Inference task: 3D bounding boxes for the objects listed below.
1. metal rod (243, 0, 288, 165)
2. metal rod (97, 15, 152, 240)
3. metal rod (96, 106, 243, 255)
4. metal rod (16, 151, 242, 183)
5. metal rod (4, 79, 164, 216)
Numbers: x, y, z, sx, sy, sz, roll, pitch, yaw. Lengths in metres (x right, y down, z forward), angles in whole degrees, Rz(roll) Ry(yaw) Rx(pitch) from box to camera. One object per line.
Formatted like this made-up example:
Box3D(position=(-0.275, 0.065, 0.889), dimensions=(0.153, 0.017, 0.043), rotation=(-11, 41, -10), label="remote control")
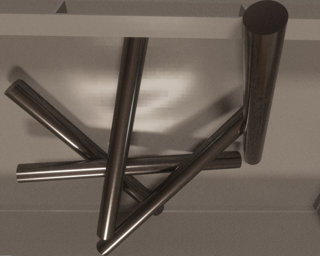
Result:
Box3D(position=(0.098, -0.011, 0.314), dimensions=(0.025, 0.025, 0.300), rotation=(-13, 157, 10), label="metal rod")
Box3D(position=(-0.049, 0.019, 0.379), dimensions=(0.025, 0.025, 0.298), rotation=(9, 116, -8), label="metal rod")
Box3D(position=(0.014, 0.081, 0.423), dimensions=(0.025, 0.025, 0.299), rotation=(35, 110, -26), label="metal rod")
Box3D(position=(-0.035, 0.053, 0.429), dimensions=(0.302, 0.025, 0.025), rotation=(-3, 131, -8), label="metal rod")
Box3D(position=(-0.089, 0.044, 0.445), dimensions=(0.025, 0.025, 0.300), rotation=(-28, 125, 21), label="metal rod")
